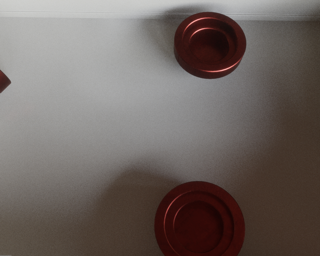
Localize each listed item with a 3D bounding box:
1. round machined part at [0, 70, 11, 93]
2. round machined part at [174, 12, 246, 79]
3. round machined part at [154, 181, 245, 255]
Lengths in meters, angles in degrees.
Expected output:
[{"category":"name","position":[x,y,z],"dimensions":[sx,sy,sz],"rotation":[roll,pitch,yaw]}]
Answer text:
[{"category":"round machined part","position":[-0.247,-0.078,0.397],"dimensions":[0.098,0.098,0.042],"rotation":[35,74,11]},{"category":"round machined part","position":[0.069,-0.112,0.442],"dimensions":[0.099,0.042,0.098],"rotation":[0,70,0]},{"category":"round machined part","position":[0.044,0.114,0.356],"dimensions":[0.099,0.042,0.098],"rotation":[-1,65,2]}]
